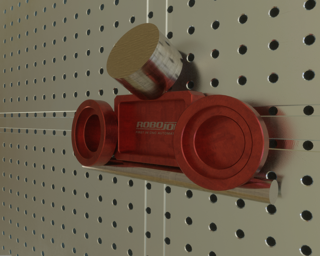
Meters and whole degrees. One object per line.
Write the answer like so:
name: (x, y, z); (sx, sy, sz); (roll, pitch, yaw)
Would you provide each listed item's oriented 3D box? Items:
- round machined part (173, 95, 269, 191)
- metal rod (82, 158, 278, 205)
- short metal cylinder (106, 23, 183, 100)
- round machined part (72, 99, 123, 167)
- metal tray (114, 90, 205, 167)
round machined part: (0.067, 0.015, 0.332); (0.098, 0.042, 0.097); (-1, 88, 32)
metal rod: (-0.002, 0.059, 0.405); (0.300, 0.025, 0.025); (3, 92, 39)
short metal cylinder: (-0.019, -0.082, 0.385); (0.080, 0.050, 0.080); (-20, 52, 29)
round machined part: (-0.090, 0.008, 0.461); (0.098, 0.042, 0.097); (-4, 84, 48)
metal tray: (-0.005, 0.000, 0.404); (0.130, 0.030, 0.089); (1, 91, 39)
